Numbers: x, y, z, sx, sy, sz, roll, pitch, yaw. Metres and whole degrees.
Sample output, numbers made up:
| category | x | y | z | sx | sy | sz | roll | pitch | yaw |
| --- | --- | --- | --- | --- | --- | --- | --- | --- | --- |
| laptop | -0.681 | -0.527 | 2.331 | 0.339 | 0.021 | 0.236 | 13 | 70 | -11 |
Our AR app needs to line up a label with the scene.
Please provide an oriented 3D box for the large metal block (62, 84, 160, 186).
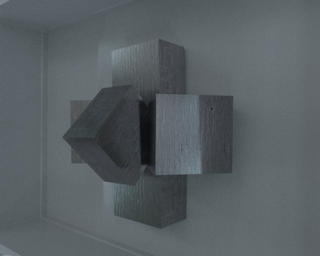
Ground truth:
| category | x | y | z | sx | sy | sz | roll | pitch | yaw |
| --- | --- | --- | --- | --- | --- | --- | --- | --- | --- |
| large metal block | -0.049 | 0.008 | 0.358 | 0.050 | 0.080 | 0.080 | -1 | 46 | 39 |

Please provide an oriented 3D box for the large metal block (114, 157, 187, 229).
| category | x | y | z | sx | sy | sz | roll | pitch | yaw |
| --- | --- | --- | --- | --- | --- | --- | --- | --- | --- |
| large metal block | -0.013 | 0.075 | 0.400 | 0.080 | 0.050 | 0.080 | 1 | 91 | 40 |

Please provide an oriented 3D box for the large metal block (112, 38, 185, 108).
| category | x | y | z | sx | sy | sz | roll | pitch | yaw |
| --- | --- | --- | --- | --- | --- | --- | --- | --- | --- |
| large metal block | -0.016 | -0.062 | 0.398 | 0.080 | 0.050 | 0.080 | -2 | 89 | 40 |

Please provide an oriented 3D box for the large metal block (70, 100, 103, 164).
| category | x | y | z | sx | sy | sz | roll | pitch | yaw |
| --- | --- | --- | --- | --- | --- | --- | --- | --- | --- |
| large metal block | -0.085 | 0.005 | 0.430 | 0.050 | 0.080 | 0.080 | -1 | 90 | 4 |

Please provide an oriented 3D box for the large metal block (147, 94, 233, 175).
| category | x | y | z | sx | sy | sz | roll | pitch | yaw |
| --- | --- | --- | --- | --- | --- | --- | --- | --- | --- |
| large metal block | 0.031 | 0.006 | 0.335 | 0.050 | 0.081 | 0.079 | -174 | 84 | -78 |
